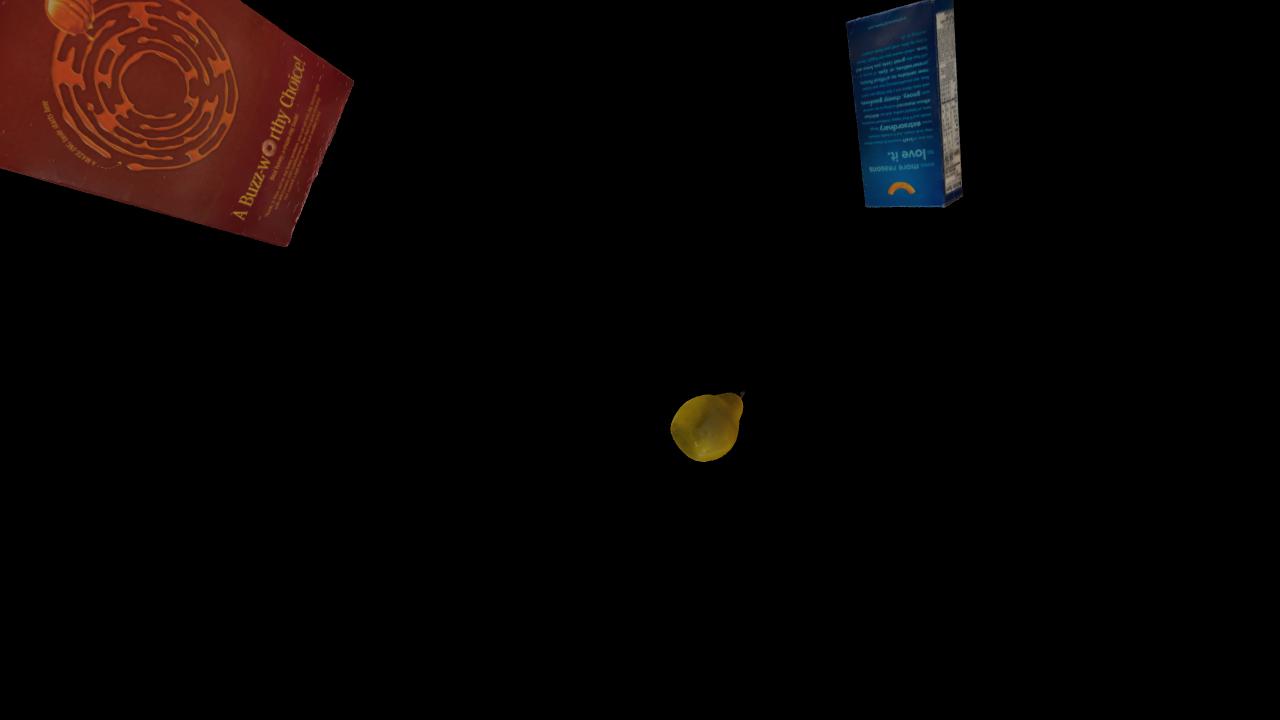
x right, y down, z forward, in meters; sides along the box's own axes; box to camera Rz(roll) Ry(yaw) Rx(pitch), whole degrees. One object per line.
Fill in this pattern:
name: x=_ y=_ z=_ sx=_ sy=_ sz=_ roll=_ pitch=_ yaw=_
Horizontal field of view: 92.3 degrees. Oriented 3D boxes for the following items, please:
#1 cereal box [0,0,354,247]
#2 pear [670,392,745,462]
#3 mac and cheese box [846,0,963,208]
cereal box: x=-0.415 y=-0.234 z=0.536 sx=0.081 sy=0.203 sz=0.306 roll=25 pitch=4 yaw=14
pear: x=0.092 y=0.067 z=0.708 sx=0.111 sy=0.080 sz=0.080 roll=-34 pitch=14 yaw=-21
mac and cheese box: x=0.261 y=-0.246 z=0.606 sx=0.041 sy=0.184 sz=0.093 roll=-29 pitch=27 yaw=-28
